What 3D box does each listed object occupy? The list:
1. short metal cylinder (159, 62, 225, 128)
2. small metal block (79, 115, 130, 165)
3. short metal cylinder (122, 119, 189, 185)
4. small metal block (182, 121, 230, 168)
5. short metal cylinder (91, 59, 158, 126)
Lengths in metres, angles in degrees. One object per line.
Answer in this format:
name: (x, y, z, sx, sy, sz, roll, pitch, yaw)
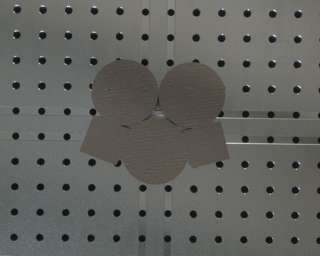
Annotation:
short metal cylinder: (0.039, -0.040, 0.398, 0.081, 0.050, 0.079, 0, 90, 0)
small metal block: (-0.071, 0.016, 0.409, 0.050, 0.025, 0.050, 21, 90, 0)
short metal cylinder: (-0.006, 0.028, 0.397, 0.081, 0.050, 0.079, 0, 90, 0)
small metal block: (0.060, 0.022, 0.411, 0.050, 0.025, 0.050, -14, 90, 0)
short metal cylinder: (-0.042, -0.043, 0.397, 0.081, 0.050, 0.079, 0, 90, 0)
